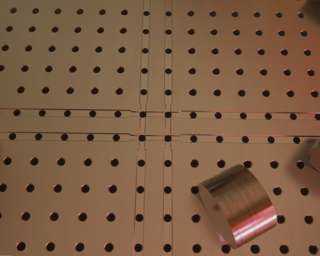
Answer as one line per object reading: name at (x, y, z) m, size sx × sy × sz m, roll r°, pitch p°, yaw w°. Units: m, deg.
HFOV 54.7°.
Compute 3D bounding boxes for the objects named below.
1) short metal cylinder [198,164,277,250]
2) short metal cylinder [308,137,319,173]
short metal cylinder at (0.085, 0.088, 0.352) m, size 0.050 × 0.080 × 0.080 m, roll -26°, pitch 72°, yaw -9°
short metal cylinder at (0.231, 0.032, 0.374) m, size 0.080 × 0.080 × 0.050 m, roll 39°, pitch 75°, yaw 12°
